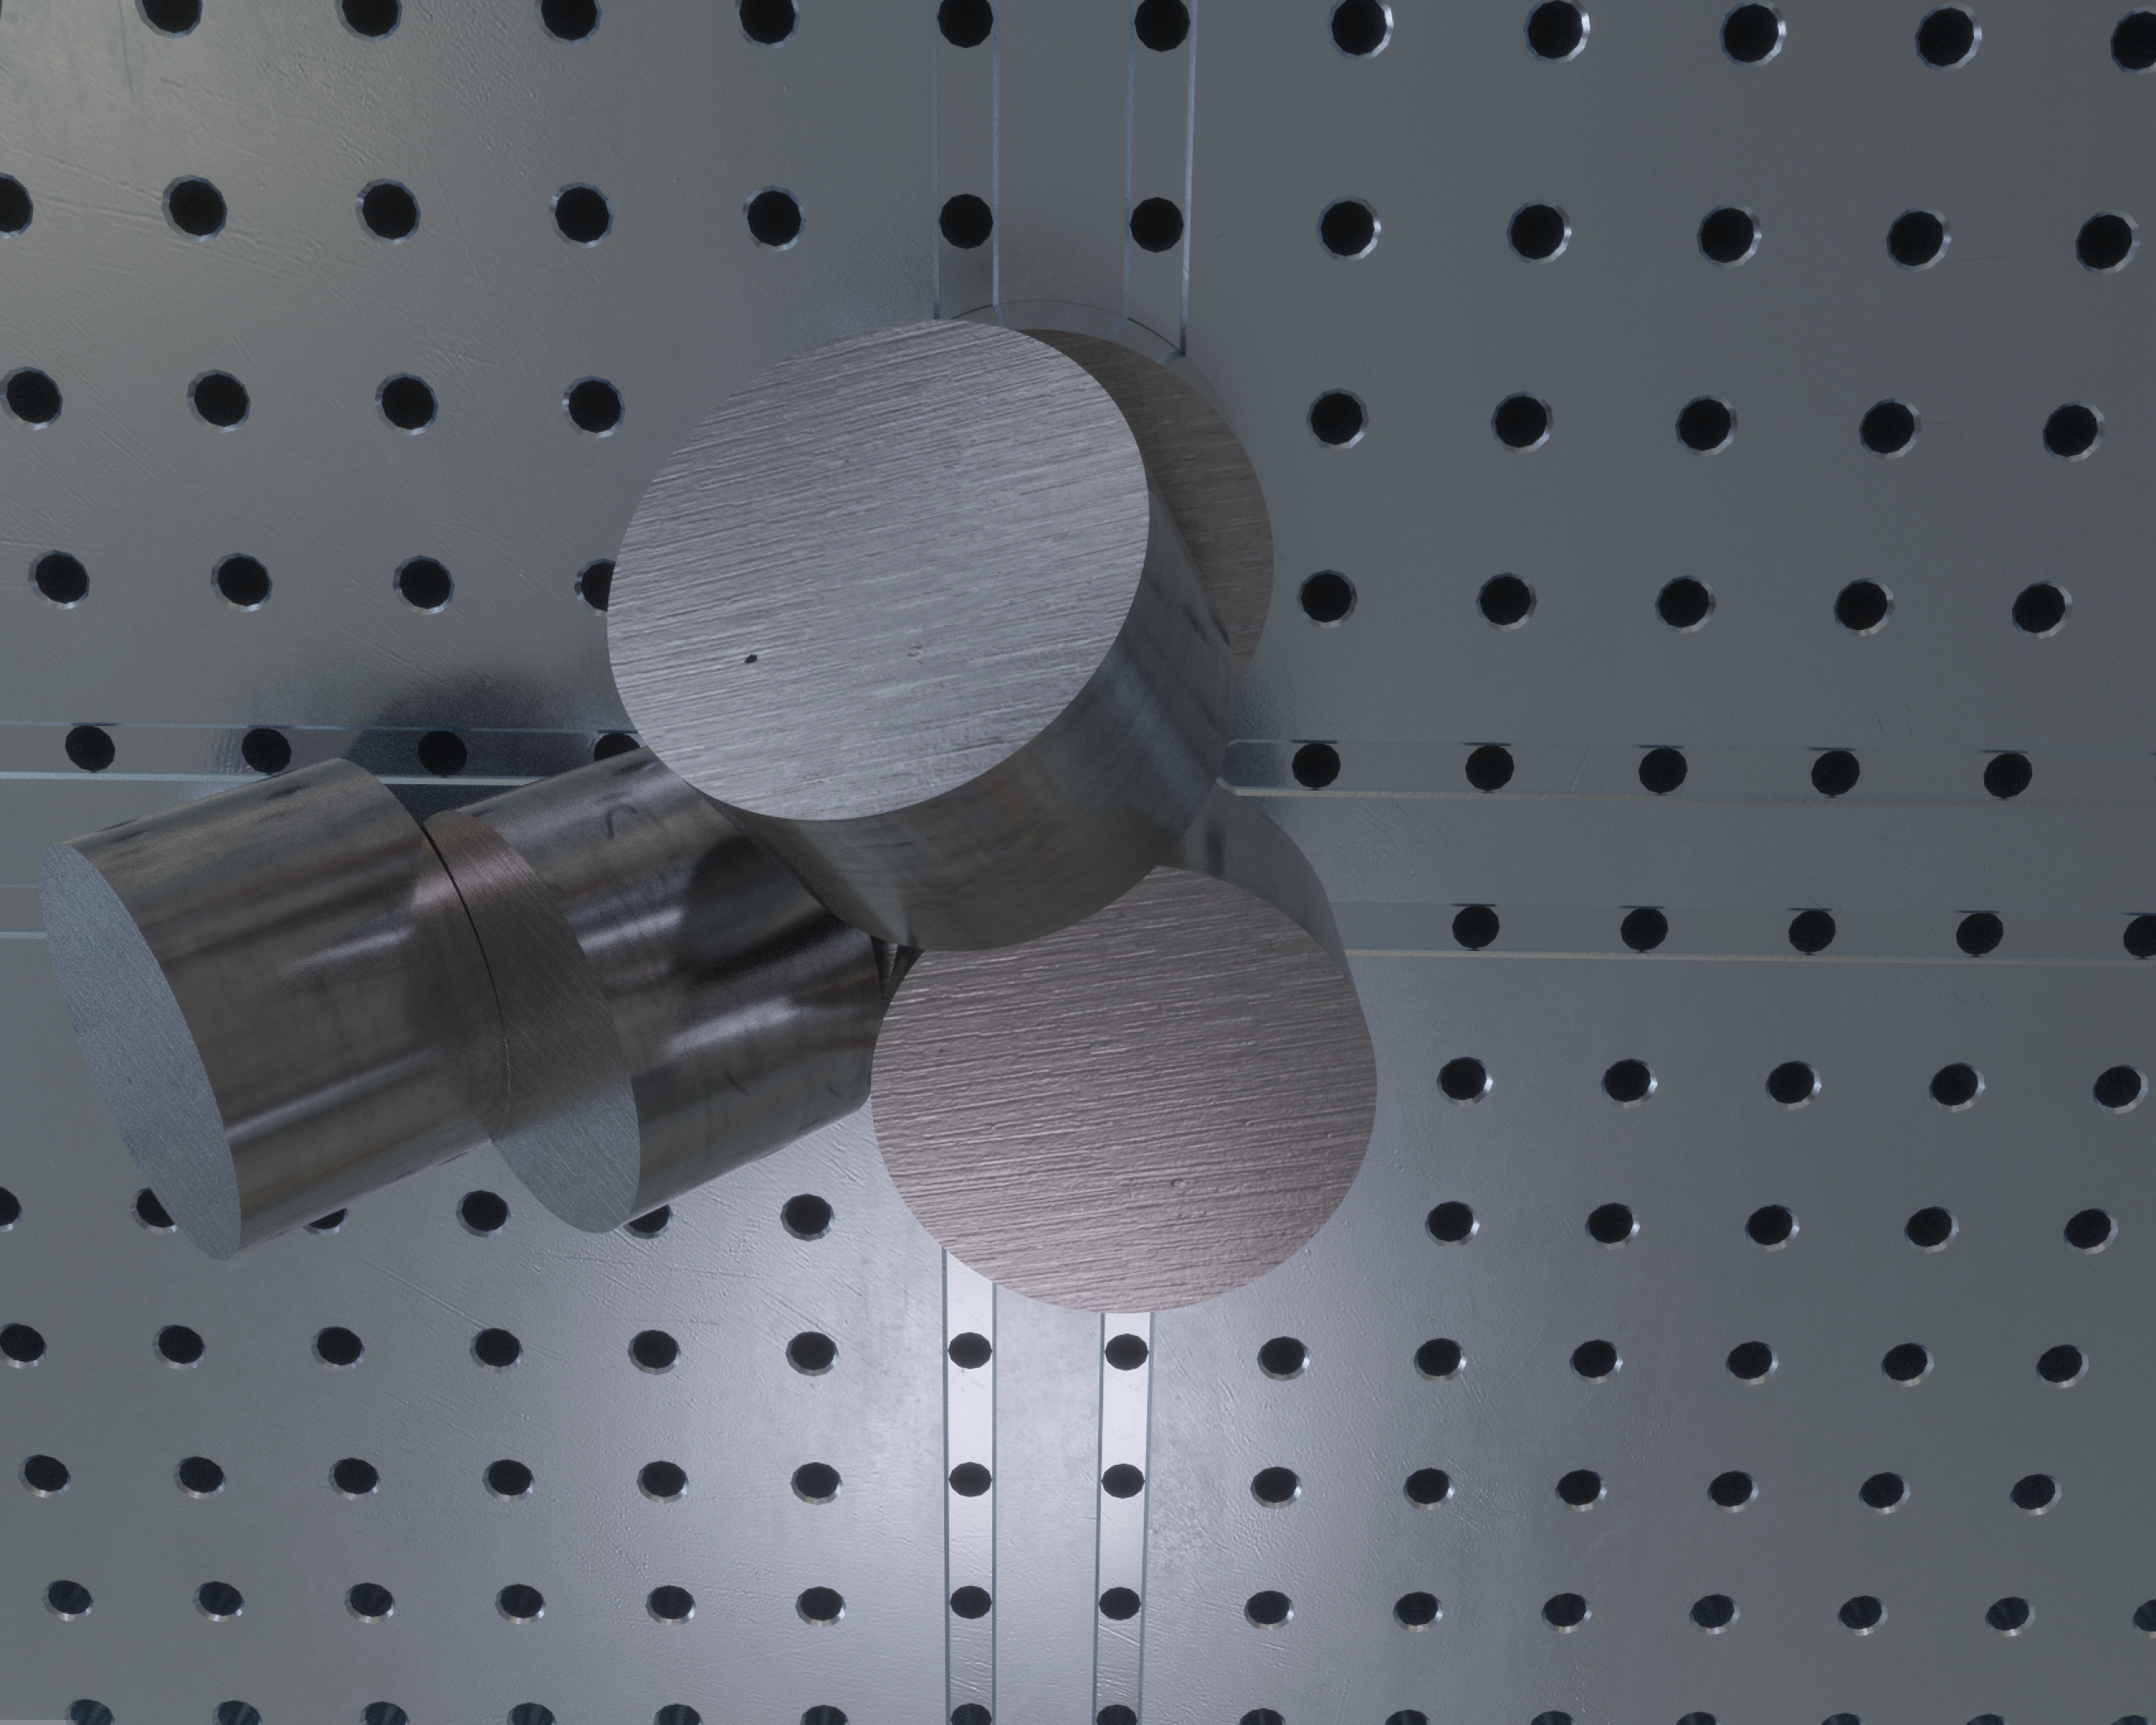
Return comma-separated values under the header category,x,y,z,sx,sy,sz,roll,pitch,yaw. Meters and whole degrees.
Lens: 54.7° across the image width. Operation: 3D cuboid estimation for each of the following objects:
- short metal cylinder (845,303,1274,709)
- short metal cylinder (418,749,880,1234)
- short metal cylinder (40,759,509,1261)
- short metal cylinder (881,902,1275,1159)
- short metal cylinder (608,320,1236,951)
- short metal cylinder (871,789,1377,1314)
category,x,y,z,sx,sy,sz,roll,pitch,yaw
short metal cylinder,-0.007,-0.058,0.378,0.081,0.050,0.079,0,110,0
short metal cylinder,-0.080,0.021,0.383,0.050,0.080,0.079,-23,115,-36
short metal cylinder,-0.149,0.026,0.385,0.050,0.080,0.079,-24,115,-37
short metal cylinder,-0.002,0.017,0.405,0.081,0.050,0.079,0,110,0
short metal cylinder,-0.021,-0.033,0.311,0.080,0.080,0.050,-23,152,8
short metal cylinder,0.007,0.029,0.355,0.081,0.050,0.079,0,110,0
